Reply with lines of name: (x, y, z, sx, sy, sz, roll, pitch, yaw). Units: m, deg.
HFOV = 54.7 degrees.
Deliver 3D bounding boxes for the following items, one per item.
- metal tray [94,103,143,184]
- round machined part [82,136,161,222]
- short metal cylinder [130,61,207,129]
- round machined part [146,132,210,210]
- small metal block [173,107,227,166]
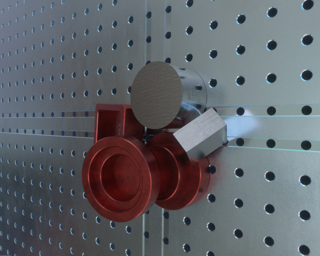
metal tray: (-0.063, 0.031, 0.441, 0.090, 0.030, 0.129, 8, 95, 54)
round machined part: (-0.042, 0.058, 0.368, 0.098, 0.042, 0.097, 1, 92, 29)
short metal cylinder: (0.010, -0.039, 0.383, 0.080, 0.050, 0.079, 0, 90, 39)
round machined part: (0.009, 0.054, 0.388, 0.098, 0.042, 0.097, 0, 90, 39)
small metal block: (0.046, 0.011, 0.341, 0.050, 0.050, 0.025, -34, 64, -4)
